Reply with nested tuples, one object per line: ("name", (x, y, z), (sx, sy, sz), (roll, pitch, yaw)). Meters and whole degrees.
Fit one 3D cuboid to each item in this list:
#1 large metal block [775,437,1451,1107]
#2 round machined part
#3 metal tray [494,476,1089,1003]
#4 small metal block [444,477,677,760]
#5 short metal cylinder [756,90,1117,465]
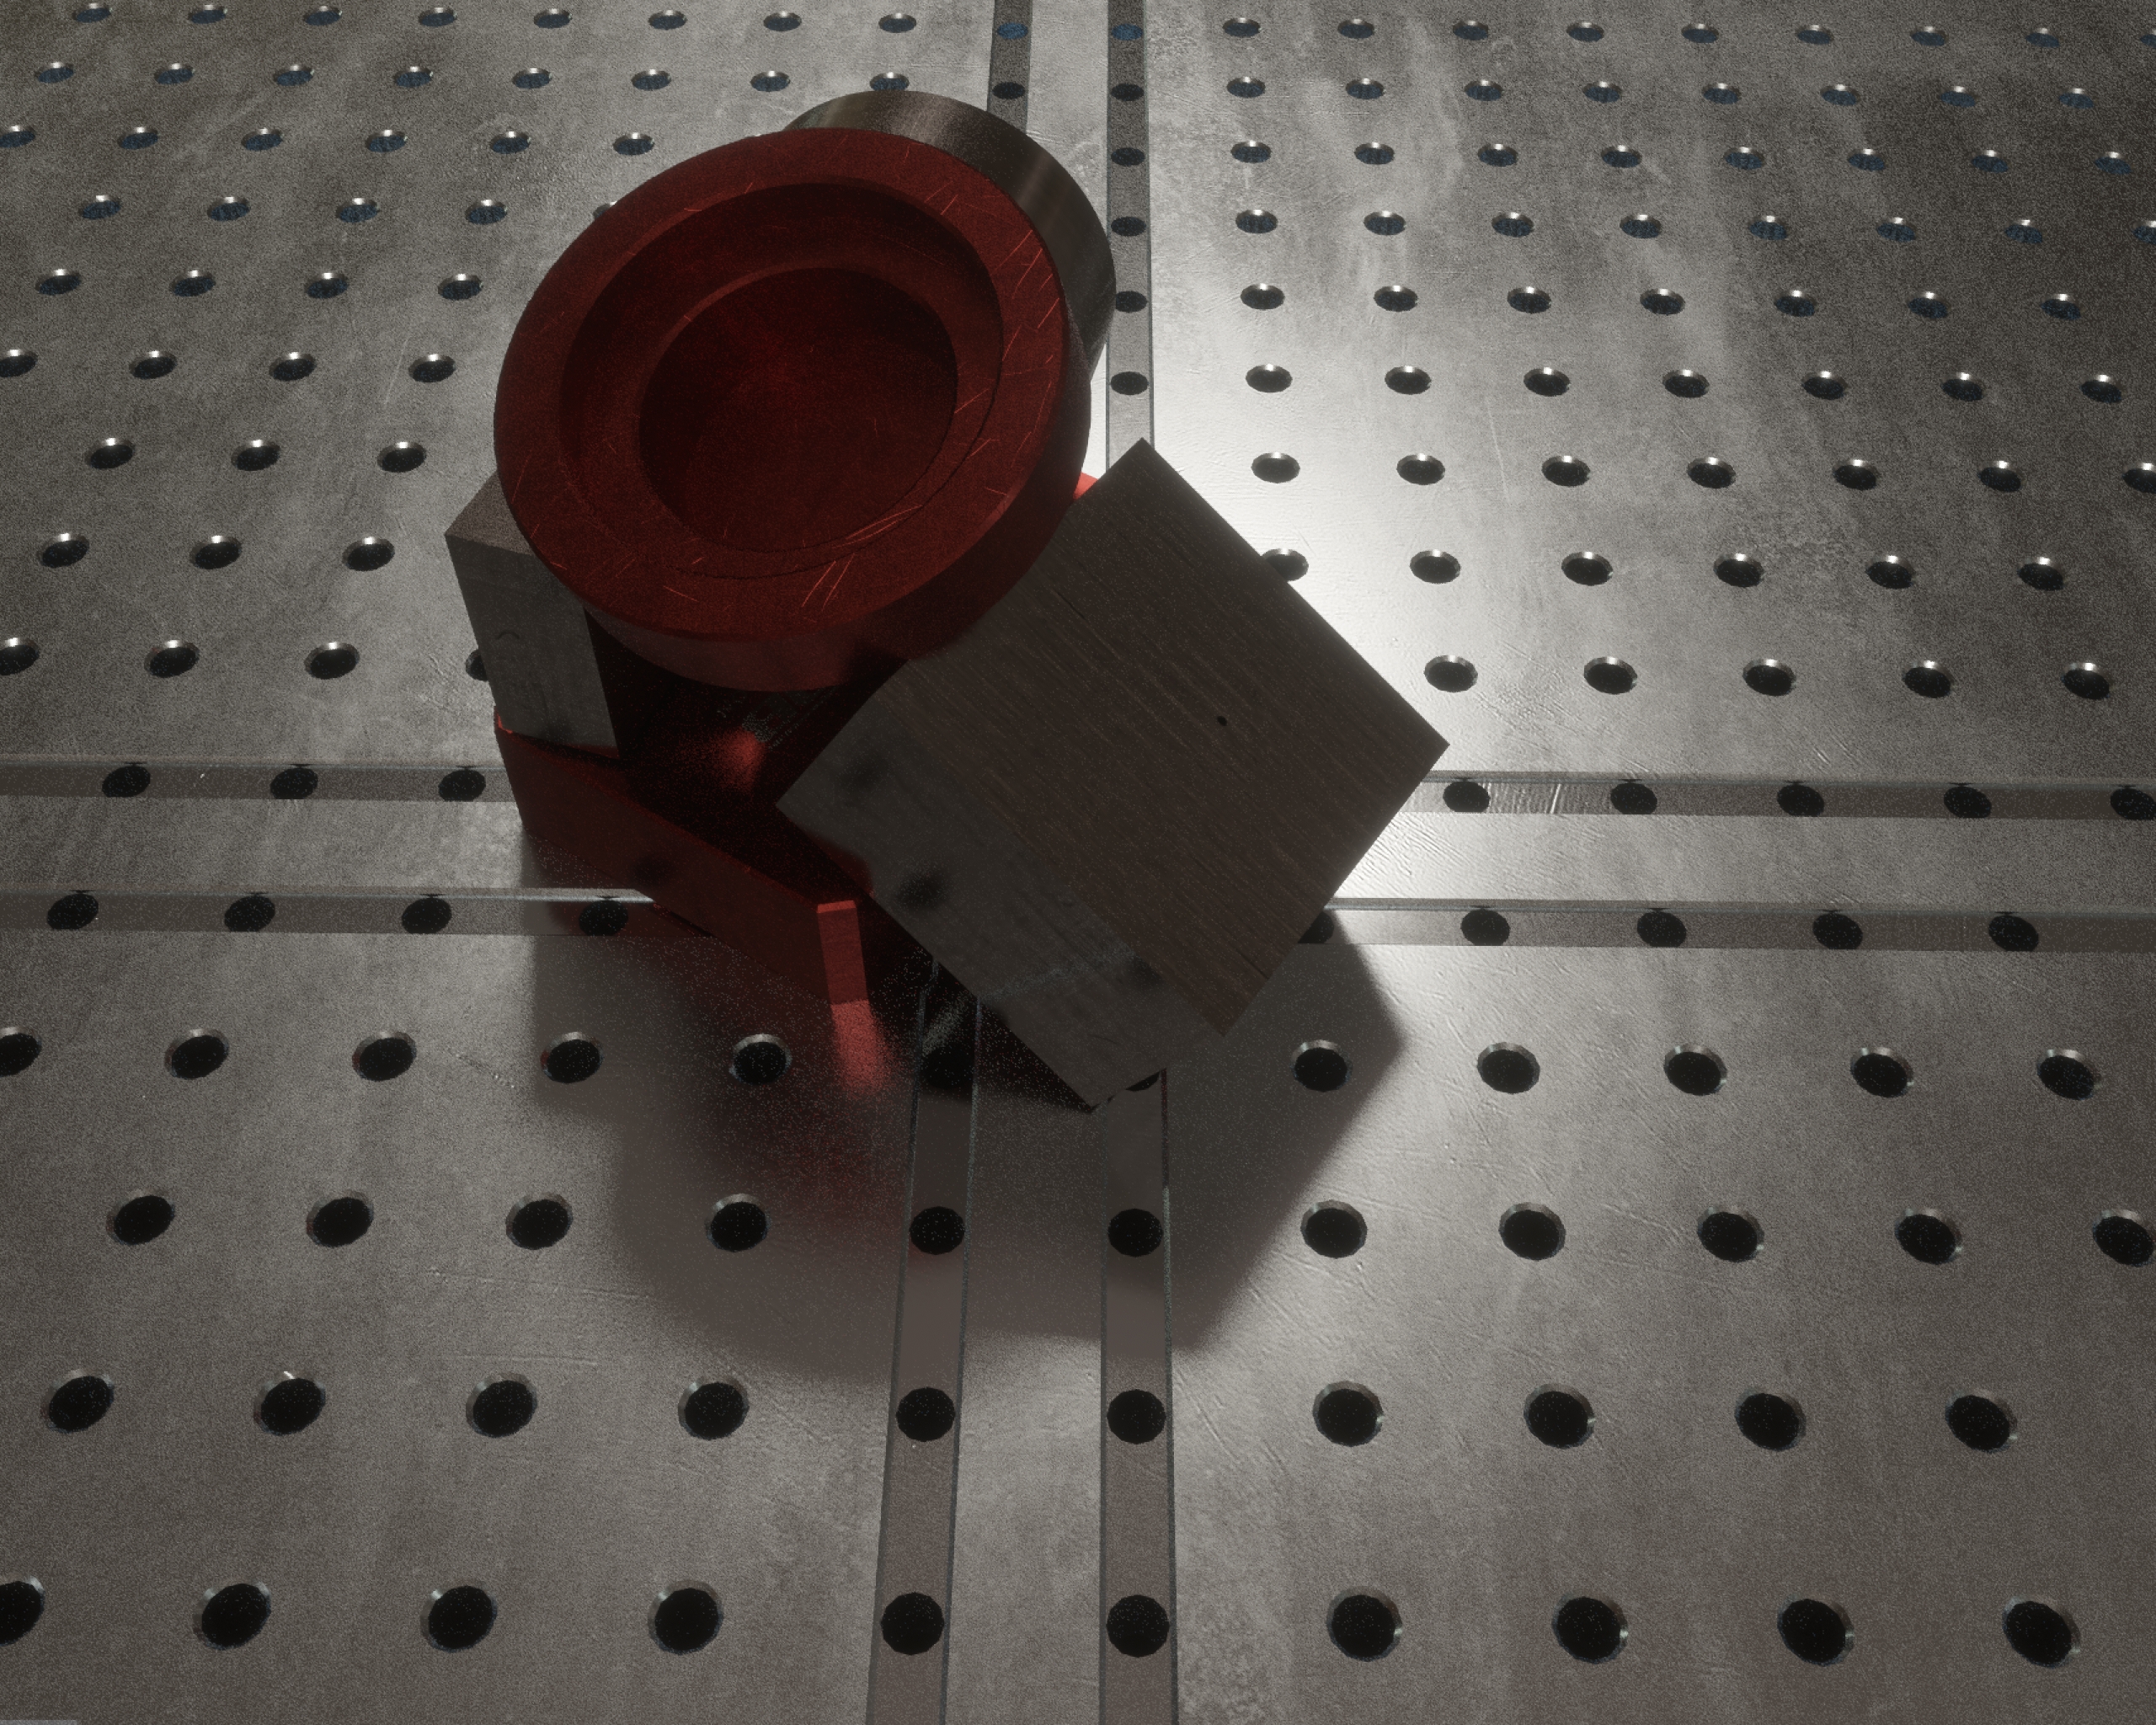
("large metal block", (0.007, -0.016, 0.381), (0.080, 0.050, 0.080), (44, 57, -5))
("round machined part", (-0.046, -0.074, 0.361), (0.098, 0.042, 0.098), (-4, 70, 10))
("metal tray", (-0.044, -0.040, 0.438), (0.090, 0.030, 0.131), (28, 55, 21))
("small metal block", (-0.091, -0.057, 0.397), (0.025, 0.050, 0.050), (15, 52, 12))
("short metal cylinder", (-0.037, -0.106, 0.421), (0.080, 0.080, 0.050), (10, 51, 8))
